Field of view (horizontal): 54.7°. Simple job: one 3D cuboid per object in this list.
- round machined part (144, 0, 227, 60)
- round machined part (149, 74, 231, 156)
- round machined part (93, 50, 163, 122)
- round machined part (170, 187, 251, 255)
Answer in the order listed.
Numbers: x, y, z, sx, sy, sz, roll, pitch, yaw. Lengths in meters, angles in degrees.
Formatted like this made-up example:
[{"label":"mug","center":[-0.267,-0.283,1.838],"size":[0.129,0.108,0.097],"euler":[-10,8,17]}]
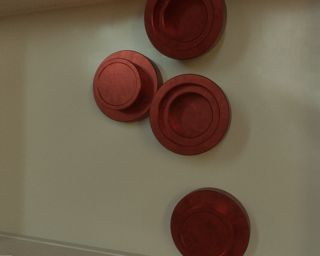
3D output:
[{"label":"round machined part","center":[0.034,-0.135,0.382],"size":[0.098,0.042,0.097],"euler":[6,106,22]},{"label":"round machined part","center":[0.040,-0.016,0.387],"size":[0.098,0.042,0.097],"euler":[0,90,20]},{"label":"round machined part","center":[-0.049,-0.057,0.419],"size":[0.098,0.042,0.097],"euler":[0,90,20]},{"label":"round machined part","center":[0.059,0.125,0.380],"size":[0.098,0.042,0.097],"euler":[0,90,20]}]
